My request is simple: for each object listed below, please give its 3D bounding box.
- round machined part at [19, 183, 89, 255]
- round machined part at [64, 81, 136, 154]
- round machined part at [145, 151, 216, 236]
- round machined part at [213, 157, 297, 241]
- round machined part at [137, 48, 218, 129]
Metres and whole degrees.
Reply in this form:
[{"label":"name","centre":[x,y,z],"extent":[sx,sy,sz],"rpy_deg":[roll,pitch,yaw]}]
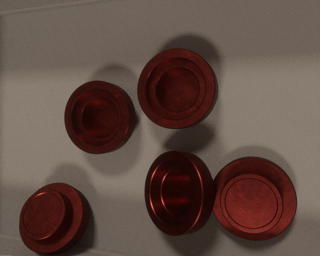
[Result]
[{"label":"round machined part","centre":[-0.153,0.123,0.433],"extent":[0.098,0.042,0.098],"rpy_deg":[-6,62,12]},{"label":"round machined part","centre":[-0.078,-0.014,0.428],"extent":[0.098,0.042,0.097],"rpy_deg":[0,90,19]},{"label":"round machined part","centre":[0.028,0.078,0.376],"extent":[0.098,0.042,0.097],"rpy_deg":[-11,75,47]},{"label":"round machined part","centre":[0.108,0.084,0.363],"extent":[0.098,0.042,0.097],"rpy_deg":[0,90,19]},{"label":"round machined part","centre":[0.025,-0.047,0.392],"extent":[0.098,0.042,0.097],"rpy_deg":[0,90,19]}]
